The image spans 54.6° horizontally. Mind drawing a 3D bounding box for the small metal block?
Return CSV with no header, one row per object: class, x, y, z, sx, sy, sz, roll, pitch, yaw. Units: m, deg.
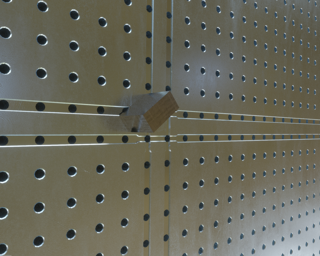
small metal block,-0.014,-0.020,0.380,0.050,0.050,0.025,-44,117,-31
